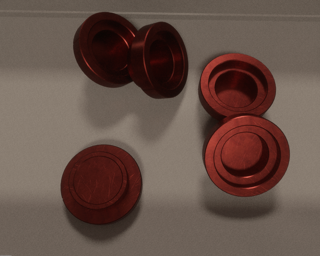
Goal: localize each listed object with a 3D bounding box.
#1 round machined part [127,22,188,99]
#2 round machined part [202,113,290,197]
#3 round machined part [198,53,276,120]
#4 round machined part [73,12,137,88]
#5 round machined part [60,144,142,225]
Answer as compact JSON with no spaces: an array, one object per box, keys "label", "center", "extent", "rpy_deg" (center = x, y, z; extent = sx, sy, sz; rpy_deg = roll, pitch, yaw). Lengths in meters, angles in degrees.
[{"label":"round machined part","center":[-0.006,-0.087,0.413],"extent":[0.042,0.098,0.098],"rpy_deg":[-1,65,37]},{"label":"round machined part","center":[0.101,0.030,0.376],"extent":[0.099,0.042,0.097],"rpy_deg":[0,101,0]},{"label":"round machined part","center":[0.100,-0.048,0.419],"extent":[0.099,0.042,0.098],"rpy_deg":[0,69,-1]},{"label":"round machined part","center":[-0.071,-0.102,0.420],"extent":[0.099,0.042,0.097],"rpy_deg":[8,77,-36]},{"label":"round machined part","center":[-0.071,0.066,0.376],"extent":[0.099,0.042,0.098],"rpy_deg":[0,70,-1]}]
